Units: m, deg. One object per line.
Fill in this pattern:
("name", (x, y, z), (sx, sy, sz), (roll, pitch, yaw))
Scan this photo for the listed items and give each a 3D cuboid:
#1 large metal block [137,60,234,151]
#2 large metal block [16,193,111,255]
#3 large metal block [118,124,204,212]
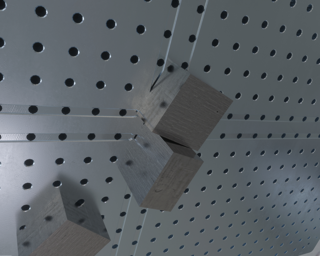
("large metal block", (0.031, -0.027, 0.395), (0.080, 0.050, 0.080), (24, 105, -37))
("large metal block", (-0.128, 0.146, 0.415), (0.080, 0.050, 0.080), (-43, 129, 2))
("large metal block", (-0.002, 0.048, 0.403), (0.050, 0.080, 0.080), (21, 107, -36))
